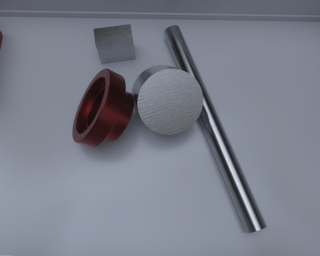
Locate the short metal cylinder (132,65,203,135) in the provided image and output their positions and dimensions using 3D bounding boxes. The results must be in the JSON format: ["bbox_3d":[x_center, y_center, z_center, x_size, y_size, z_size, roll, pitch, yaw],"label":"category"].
[{"bbox_3d":[0.008,-0.037,0.389,0.081,0.050,0.079,-4,107,-13],"label":"short metal cylinder"}]

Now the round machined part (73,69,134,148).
[{"bbox_3d":[-0.068,-0.021,0.388,0.042,0.098,0.098,24,67,-29],"label":"round machined part"}]

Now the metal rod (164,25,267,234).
[{"bbox_3d":[0.066,-0.012,0.414,0.025,0.025,0.299,-18,71,-7],"label":"metal rod"}]

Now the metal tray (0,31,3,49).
[{"bbox_3d":[-0.253,-0.097,0.407,0.030,0.090,0.130,-1,70,0],"label":"metal tray"}]

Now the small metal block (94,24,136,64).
[{"bbox_3d":[-0.063,-0.118,0.439,0.050,0.050,0.025,-9,71,-4],"label":"small metal block"}]
